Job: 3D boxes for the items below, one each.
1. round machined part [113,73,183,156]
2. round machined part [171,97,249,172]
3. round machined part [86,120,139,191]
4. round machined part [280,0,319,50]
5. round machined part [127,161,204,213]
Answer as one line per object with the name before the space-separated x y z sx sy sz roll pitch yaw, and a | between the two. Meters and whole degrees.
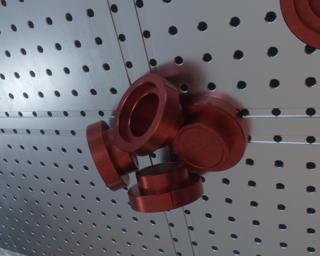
round machined part | -0.011 -0.013 0.374 0.042 0.098 0.098 24 139 -37
round machined part | 0.055 0.015 0.380 0.098 0.042 0.097 13 124 20
round machined part | -0.060 0.034 0.426 0.042 0.098 0.098 -22 110 1
round machined part | 0.151 -0.115 0.250 0.098 0.042 0.097 13 124 20
round machined part | 0.005 0.072 0.409 0.098 0.099 0.042 -9 95 32
